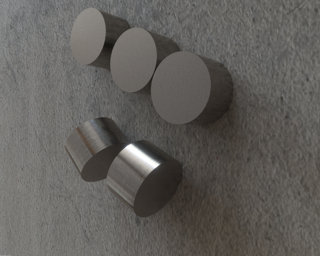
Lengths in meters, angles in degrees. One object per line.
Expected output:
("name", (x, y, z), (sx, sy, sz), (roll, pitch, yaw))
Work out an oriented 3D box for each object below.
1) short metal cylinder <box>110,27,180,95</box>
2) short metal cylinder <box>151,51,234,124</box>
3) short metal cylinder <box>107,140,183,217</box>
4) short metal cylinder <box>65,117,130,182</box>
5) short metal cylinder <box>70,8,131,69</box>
("short metal cylinder", (-0.018, -0.084, 0.402), (0.080, 0.050, 0.079), (0, 90, 39))
("short metal cylinder", (0.036, -0.044, 0.357), (0.080, 0.050, 0.079), (0, 90, 39))
("short metal cylinder", (-0.018, 0.062, 0.382), (0.050, 0.081, 0.079), (32, 110, 35))
("short metal cylinder", (-0.085, 0.031, 0.437), (0.050, 0.081, 0.080), (51, 120, 27))
("short metal cylinder", (-0.087, -0.130, 0.458), (0.080, 0.050, 0.079), (0, 90, 39))
